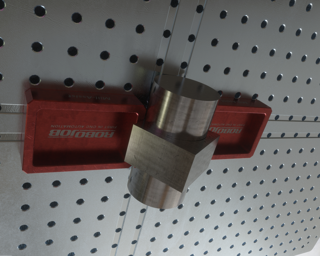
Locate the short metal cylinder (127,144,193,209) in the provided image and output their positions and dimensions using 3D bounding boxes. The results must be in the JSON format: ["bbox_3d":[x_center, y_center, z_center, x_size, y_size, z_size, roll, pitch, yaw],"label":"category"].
[{"bbox_3d":[0.001,0.062,0.414,0.081,0.080,0.050,2,118,-29],"label":"short metal cylinder"}]

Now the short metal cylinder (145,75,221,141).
[{"bbox_3d":[0.026,-0.026,0.373,0.081,0.080,0.050,1,118,-29],"label":"short metal cylinder"}]

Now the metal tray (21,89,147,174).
[{"bbox_3d":[-0.089,0.005,0.362,0.131,0.030,0.089,1,118,-29],"label":"metal tray"}]

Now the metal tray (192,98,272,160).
[{"bbox_3d":[0.096,0.002,0.461,0.131,0.030,0.089,1,118,-29],"label":"metal tray"}]

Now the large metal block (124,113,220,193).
[{"bbox_3d":[0.017,0.024,0.381,0.080,0.080,0.050,-26,137,-57],"label":"large metal block"}]
